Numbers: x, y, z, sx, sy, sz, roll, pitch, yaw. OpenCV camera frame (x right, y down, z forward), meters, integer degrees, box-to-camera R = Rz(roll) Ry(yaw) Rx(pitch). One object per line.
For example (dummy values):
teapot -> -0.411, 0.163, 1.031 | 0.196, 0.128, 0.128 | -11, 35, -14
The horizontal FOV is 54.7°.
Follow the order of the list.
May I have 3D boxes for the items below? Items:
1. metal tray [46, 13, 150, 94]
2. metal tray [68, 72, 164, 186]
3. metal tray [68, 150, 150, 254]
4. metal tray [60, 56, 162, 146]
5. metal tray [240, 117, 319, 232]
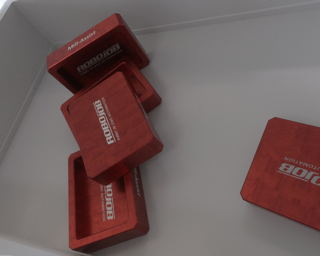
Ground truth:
metal tray -> -0.093, -0.103, 0.476 | 0.130, 0.090, 0.030 | -29, 52, 10
metal tray -> -0.061, -0.003, 0.396 | 0.090, 0.030, 0.130 | -33, 52, 7
metal tray -> -0.069, 0.079, 0.390 | 0.090, 0.030, 0.130 | -23, 53, 14
metal tray -> -0.074, -0.035, 0.455 | 0.130, 0.030, 0.090 | -37, 58, 3
metal tray -> 0.152, 0.049, 0.284 | 0.130, 0.030, 0.090 | 18, 79, 35
